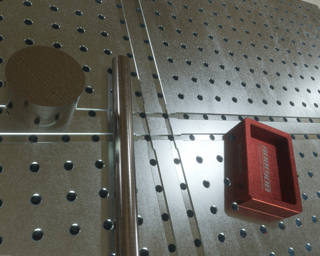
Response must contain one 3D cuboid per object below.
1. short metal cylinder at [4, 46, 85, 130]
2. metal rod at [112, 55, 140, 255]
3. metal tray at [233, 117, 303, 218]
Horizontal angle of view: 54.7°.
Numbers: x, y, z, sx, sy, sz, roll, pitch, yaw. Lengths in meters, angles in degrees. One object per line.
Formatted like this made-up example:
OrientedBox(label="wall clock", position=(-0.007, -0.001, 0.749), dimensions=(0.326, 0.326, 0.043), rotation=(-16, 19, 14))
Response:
OrientedBox(label="short metal cylinder", position=(-0.130, -0.045, 0.349), dimensions=(0.081, 0.050, 0.080), rotation=(13, 56, -21))
OrientedBox(label="metal rod", position=(-0.042, 0.036, 0.363), dimensions=(0.025, 0.025, 0.299), rotation=(8, 58, -24))
OrientedBox(label="metal tray", position=(0.154, 0.056, 0.453), dimensions=(0.091, 0.030, 0.130), rotation=(19, 54, -17))
